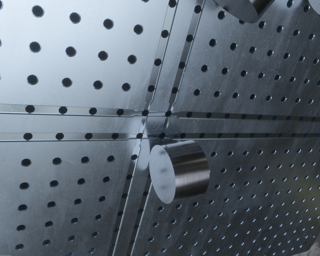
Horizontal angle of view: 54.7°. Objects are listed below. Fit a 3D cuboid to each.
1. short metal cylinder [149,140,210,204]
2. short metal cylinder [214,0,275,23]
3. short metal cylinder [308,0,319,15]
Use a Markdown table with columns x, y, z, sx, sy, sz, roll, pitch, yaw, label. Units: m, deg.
| x | y | z | sx | sy | sz | roll | pitch | yaw | label |
| --- | --- | --- | --- | --- | --- | --- | --- | --- | --- |
| 0.024 | 0.059 | 0.427 | 0.050 | 0.080 | 0.079 | -8 | 122 | -25 | short metal cylinder |
| 0.089 | -0.158 | 0.328 | 0.080 | 0.080 | 0.050 | 33 | 99 | -39 | short metal cylinder |
| 0.234 | -0.186 | 0.391 | 0.050 | 0.080 | 0.080 | -30 | 129 | -10 | short metal cylinder |
